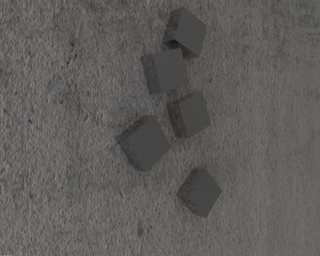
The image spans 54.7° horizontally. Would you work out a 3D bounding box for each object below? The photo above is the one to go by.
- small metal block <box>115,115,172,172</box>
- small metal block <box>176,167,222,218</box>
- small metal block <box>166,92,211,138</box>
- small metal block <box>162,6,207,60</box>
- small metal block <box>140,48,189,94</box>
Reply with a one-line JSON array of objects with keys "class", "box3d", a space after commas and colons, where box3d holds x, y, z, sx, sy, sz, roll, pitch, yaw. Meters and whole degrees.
[{"class": "small metal block", "box3d": [-0.020, 0.019, 0.388, 0.050, 0.025, 0.050, -43, 116, -32]}, {"class": "small metal block", "box3d": [0.058, 0.094, 0.453, 0.050, 0.025, 0.050, -52, 121, -27]}, {"class": "small metal block", "box3d": [0.041, -0.019, 0.439, 0.050, 0.025, 0.050, -27, 107, -37]}, {"class": "small metal block", "box3d": [0.035, -0.131, 0.434, 0.050, 0.025, 0.050, 24, 75, -37]}, {"class": "small metal block", "box3d": [0.007, -0.076, 0.410, 0.050, 0.025, 0.050, -23, 105, -38]}]
